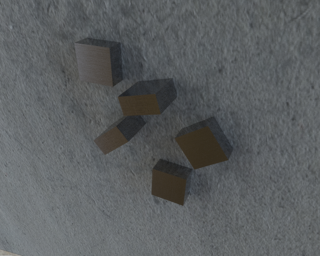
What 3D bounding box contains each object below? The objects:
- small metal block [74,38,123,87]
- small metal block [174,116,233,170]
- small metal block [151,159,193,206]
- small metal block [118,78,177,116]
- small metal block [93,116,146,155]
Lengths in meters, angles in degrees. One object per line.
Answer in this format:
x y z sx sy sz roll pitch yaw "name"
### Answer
-0.077 -0.084 0.394 0.050 0.025 0.050 13 124 20 "small metal block"
0.055 0.020 0.389 0.050 0.025 0.050 -23 107 36 "small metal block"
0.017 0.078 0.445 0.050 0.025 0.050 16 125 19 "small metal block"
-0.014 -0.038 0.373 0.050 0.050 0.025 -1 118 28 "small metal block"
-0.054 0.005 0.421 0.050 0.050 0.025 -29 103 37 "small metal block"
